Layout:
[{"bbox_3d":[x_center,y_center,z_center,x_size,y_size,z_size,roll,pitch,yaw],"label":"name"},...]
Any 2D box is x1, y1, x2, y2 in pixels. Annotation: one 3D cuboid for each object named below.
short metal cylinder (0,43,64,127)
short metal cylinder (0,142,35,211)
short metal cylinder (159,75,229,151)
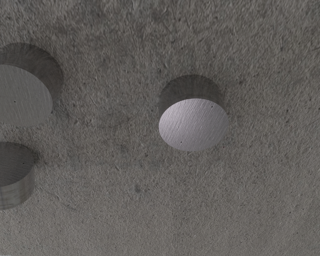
[{"bbox_3d":[-0.156,-0.048,0.348,0.081,0.050,0.079,0,130,0],"label":"short metal cylinder"},{"bbox_3d":[-0.215,0.065,0.424,0.081,0.080,0.050,10,130,-8],"label":"short metal cylinder"},{"bbox_3d":[0.039,-0.017,0.376,0.081,0.050,0.079,0,130,0],"label":"short metal cylinder"}]
